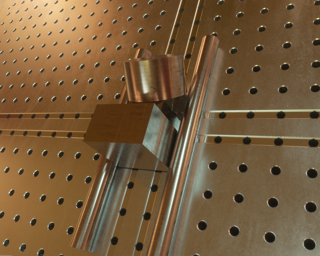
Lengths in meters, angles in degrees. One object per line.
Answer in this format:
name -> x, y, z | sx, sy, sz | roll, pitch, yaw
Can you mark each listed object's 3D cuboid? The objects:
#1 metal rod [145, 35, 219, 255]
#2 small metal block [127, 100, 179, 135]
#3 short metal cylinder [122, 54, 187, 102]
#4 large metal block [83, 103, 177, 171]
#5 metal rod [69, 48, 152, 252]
metal rod -> 0.035, 0.006, 0.386 | 0.025, 0.025, 0.300 | 2, 62, 29
small metal block -> -0.010, -0.013, 0.405 | 0.050, 0.050, 0.025 | 2, 63, 28
short metal cylinder -> -0.006, -0.068, 0.410 | 0.080, 0.050, 0.080 | -7, 16, 2
large metal block -> -0.031, 0.013, 0.378 | 0.080, 0.080, 0.050 | 1, 62, 28
metal rod -> -0.060, 0.013, 0.432 | 0.025, 0.025, 0.300 | 1, 62, 28
